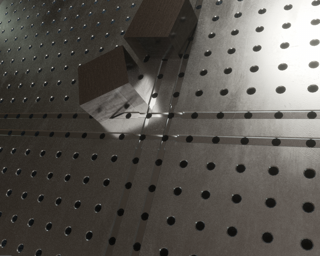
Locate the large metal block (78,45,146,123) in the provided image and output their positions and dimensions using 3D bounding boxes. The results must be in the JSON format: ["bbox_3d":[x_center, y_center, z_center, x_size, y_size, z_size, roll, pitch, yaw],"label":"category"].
[{"bbox_3d":[-0.075,-0.066,0.470,0.080,0.050,0.080,-23,53,14],"label":"large metal block"}]

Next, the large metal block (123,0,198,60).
[{"bbox_3d":[0.003,-0.156,0.485,0.080,0.050,0.080,10,67,32],"label":"large metal block"}]
